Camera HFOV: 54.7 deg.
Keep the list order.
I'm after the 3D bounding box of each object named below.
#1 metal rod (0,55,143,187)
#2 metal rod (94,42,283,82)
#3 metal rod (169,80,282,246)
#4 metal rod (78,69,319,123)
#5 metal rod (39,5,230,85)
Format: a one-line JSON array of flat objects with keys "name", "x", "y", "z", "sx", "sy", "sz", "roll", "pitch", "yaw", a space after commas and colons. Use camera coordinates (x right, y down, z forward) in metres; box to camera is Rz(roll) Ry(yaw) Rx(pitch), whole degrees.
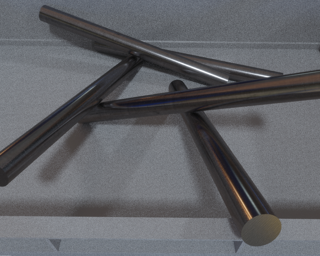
[{"name": "metal rod", "x": -0.087, "y": -0.035, "z": 0.375, "sx": 0.025, "sy": 0.025, "sz": 0.301, "roll": 15, "pitch": 33, "yaw": 12}, {"name": "metal rod", "x": 0.038, "y": -0.107, "z": 0.494, "sx": 0.301, "sy": 0.025, "sz": 0.025, "roll": 14, "pitch": 51, "yaw": 11}, {"name": "metal rod", "x": 0.043, "y": 0.001, "z": 0.322, "sx": 0.025, "sy": 0.025, "sz": 0.300, "roll": -6, "pitch": 24, "yaw": -5}, {"name": "metal rod", "x": 0.016, "y": -0.028, "z": 0.340, "sx": 0.300, "sy": 0.025, "sz": 0.025, "roll": -4, "pitch": 44, "yaw": 33}, {"name": "metal rod", "x": -0.040, "y": -0.124, "z": 0.473, "sx": 0.301, "sy": 0.025, "sz": 0.025, "roll": 21, "pitch": 52, "yaw": 3}]
